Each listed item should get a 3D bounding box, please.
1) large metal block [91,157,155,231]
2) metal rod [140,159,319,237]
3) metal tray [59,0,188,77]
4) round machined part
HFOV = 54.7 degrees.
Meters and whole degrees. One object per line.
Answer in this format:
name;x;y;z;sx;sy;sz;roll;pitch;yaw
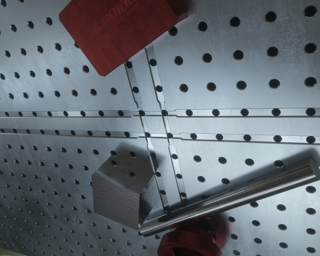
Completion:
large metal block;-0.057;0.103;0.487;0.080;0.050;0.079;17;125;18
metal rod;0.075;0.110;0.438;0.299;0.025;0.025;-33;101;38
metal tray;-0.046;-0.128;0.352;0.130;0.030;0.090;-26;104;36
round machined part;0.049;0.189;0.483;0.098;0.042;0.097;11;131;13
